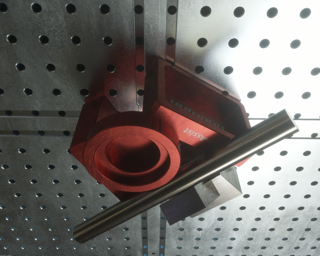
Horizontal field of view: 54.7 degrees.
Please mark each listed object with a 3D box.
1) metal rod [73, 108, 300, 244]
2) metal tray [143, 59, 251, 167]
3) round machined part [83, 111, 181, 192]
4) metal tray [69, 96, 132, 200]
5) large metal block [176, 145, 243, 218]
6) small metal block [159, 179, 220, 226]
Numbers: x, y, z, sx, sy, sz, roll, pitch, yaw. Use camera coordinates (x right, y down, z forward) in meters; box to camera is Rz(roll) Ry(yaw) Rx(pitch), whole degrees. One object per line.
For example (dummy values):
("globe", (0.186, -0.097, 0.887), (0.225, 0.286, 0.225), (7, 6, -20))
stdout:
("metal rod", (0.009, 0.067, 0.350), (0.299, 0.025, 0.025), (-33, 123, 24))
("metal tray", (0.045, -0.018, 0.353), (0.131, 0.090, 0.030), (25, 127, -20))
("round machined part", (-0.028, 0.021, 0.327), (0.099, 0.042, 0.097), (-1, 130, 0))
("metal tray", (-0.054, 0.034, 0.396), (0.030, 0.090, 0.130), (-23, 127, 18))
("large metal block", (0.058, 0.064, 0.427), (0.080, 0.080, 0.050), (-34, 123, 25))
("small metal block", (0.035, 0.084, 0.360), (0.050, 0.050, 0.025), (-35, 78, 25))
